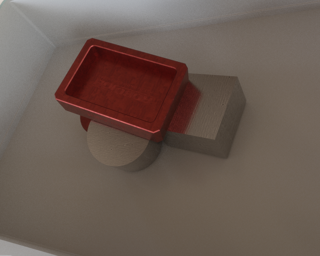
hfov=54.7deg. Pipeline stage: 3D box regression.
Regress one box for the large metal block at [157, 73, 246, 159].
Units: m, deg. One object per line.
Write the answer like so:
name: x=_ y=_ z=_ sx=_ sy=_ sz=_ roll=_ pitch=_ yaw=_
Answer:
large metal block: x=0.048 y=-0.017 z=0.370 sx=0.080 sy=0.050 sz=0.080 roll=10 pitch=67 yaw=32

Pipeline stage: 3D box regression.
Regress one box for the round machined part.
round machined part: x=-0.076 y=-0.034 z=0.452 sx=0.098 sy=0.042 sz=0.098 roll=-13 pitch=56 yaw=20

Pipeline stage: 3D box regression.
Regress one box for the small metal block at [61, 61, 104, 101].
small metal block: x=-0.096 y=-0.055 z=0.416 sx=0.025 sy=0.050 sz=0.050 roll=13 pitch=68 yaw=33

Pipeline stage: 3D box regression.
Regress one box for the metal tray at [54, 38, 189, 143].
metal tray: x=-0.043 y=-0.047 z=0.360 sx=0.130 sy=0.030 sz=0.090 roll=19 pitch=70 yaw=14

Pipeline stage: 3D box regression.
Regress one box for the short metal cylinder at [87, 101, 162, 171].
short metal cylinder: x=-0.043 y=0.012 z=0.386 sx=0.080 sy=0.050 sz=0.080 roll=-4 pitch=74 yaw=15
